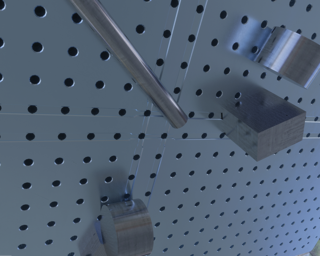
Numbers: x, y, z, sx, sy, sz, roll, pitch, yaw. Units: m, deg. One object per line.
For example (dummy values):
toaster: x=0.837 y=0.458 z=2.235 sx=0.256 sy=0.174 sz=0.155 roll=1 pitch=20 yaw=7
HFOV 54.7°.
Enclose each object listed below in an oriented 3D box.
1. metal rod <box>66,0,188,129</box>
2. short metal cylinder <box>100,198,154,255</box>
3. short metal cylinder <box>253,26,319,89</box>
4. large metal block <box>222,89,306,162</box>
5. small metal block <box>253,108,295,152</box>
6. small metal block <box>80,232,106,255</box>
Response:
metal rod: x=-0.050 y=-0.096 z=0.324 sx=0.025 sy=0.025 sz=0.300 roll=-41 pitch=130 yaw=0
short metal cylinder: x=-0.049 y=0.144 z=0.438 sx=0.050 sy=0.080 sz=0.079 roll=-5 pitch=121 yaw=-26
short metal cylinder: x=0.173 y=-0.093 z=0.412 sx=0.081 sy=0.080 sz=0.050 roll=17 pitch=109 yaw=-35
large metal block: x=0.149 y=-0.007 z=0.452 sx=0.081 sy=0.080 sz=0.050 roll=-22 pitch=127 yaw=-15
small metal block: x=0.191 y=0.003 z=0.517 sx=0.050 sy=0.025 sz=0.050 roll=-43 pitch=130 yaw=1
small metal block: x=-0.087 y=0.192 z=0.483 sx=0.050 sy=0.025 sz=0.050 roll=24 pitch=105 yaw=-37
